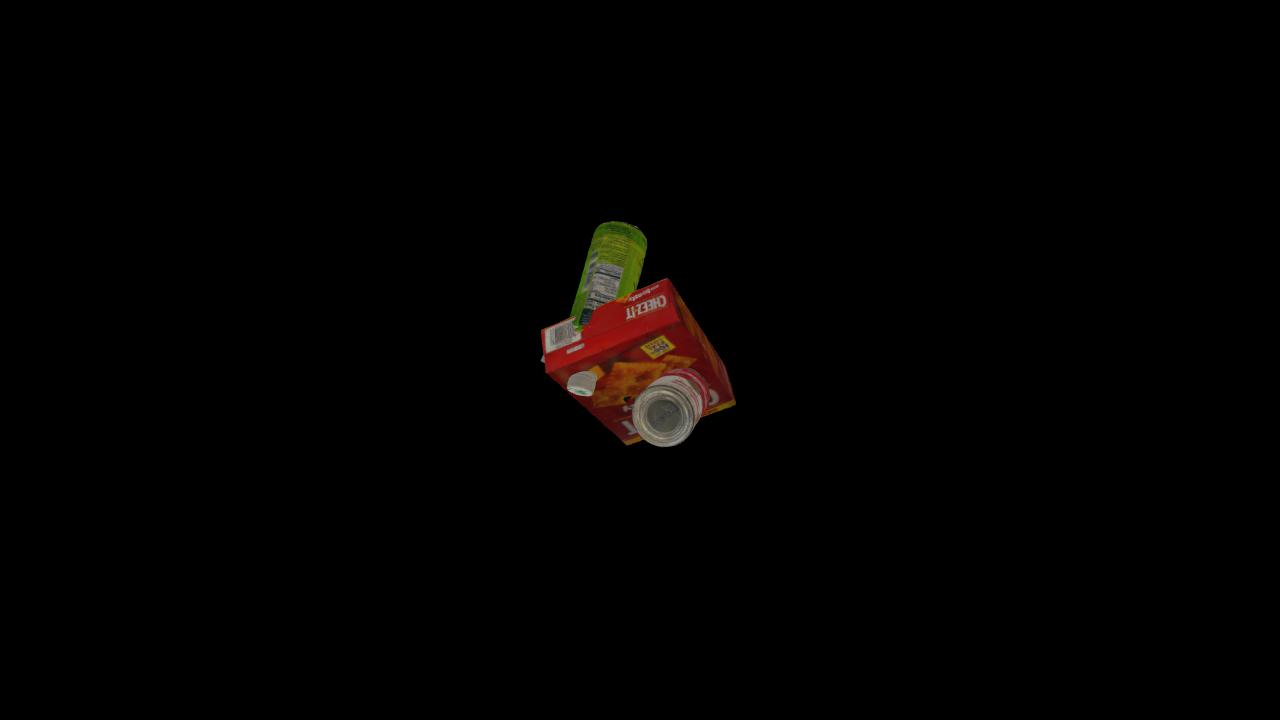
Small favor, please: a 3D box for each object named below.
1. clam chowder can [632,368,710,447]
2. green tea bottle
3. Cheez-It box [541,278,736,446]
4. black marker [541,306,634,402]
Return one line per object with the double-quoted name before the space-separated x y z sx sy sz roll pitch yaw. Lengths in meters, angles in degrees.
"clam chowder can" 0.035 0.049 0.671 0.068 0.068 0.102 0 10 16
"green tea bottle" -0.046 -0.060 0.724 0.073 0.212 0.073 13 -23 6
"Cheez-It box" 0.006 0.013 0.756 0.166 0.071 0.223 -21 -35 14
"black marker" -0.060 0.019 0.734 0.121 0.020 0.020 26 -4 -9
